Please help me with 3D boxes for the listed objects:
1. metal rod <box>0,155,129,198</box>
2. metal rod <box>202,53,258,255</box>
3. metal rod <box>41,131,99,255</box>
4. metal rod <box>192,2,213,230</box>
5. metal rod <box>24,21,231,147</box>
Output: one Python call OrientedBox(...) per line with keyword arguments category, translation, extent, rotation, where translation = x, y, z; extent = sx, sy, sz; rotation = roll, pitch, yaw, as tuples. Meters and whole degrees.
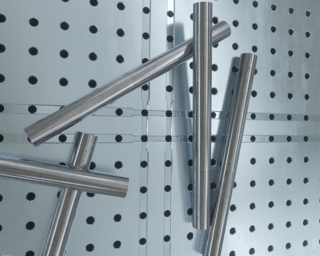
OrientedBox(category="metal rod", translation=(-0.183, 0.039, 0.328), extent=(0.302, 0.025, 0.025), rotation=(12, 86, -13))
OrientedBox(category="metal rod", translation=(0.102, 0.039, 0.449), extent=(0.025, 0.025, 0.299), rotation=(13, 86, -20))
OrientedBox(category="metal rod", translation=(-0.127, 0.151, 0.365), extent=(0.025, 0.025, 0.299), rotation=(17, 84, -19))
OrientedBox(category="metal rod", translation=(0.056, -0.011, 0.416), extent=(0.025, 0.025, 0.298), rotation=(-3, 97, -20))
OrientedBox(category="metal rod", translation=(-0.028, -0.065, 0.401), extent=(0.301, 0.025, 0.025), rotation=(-32, 101, -17))
